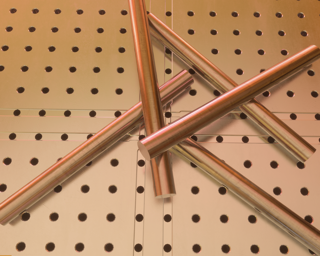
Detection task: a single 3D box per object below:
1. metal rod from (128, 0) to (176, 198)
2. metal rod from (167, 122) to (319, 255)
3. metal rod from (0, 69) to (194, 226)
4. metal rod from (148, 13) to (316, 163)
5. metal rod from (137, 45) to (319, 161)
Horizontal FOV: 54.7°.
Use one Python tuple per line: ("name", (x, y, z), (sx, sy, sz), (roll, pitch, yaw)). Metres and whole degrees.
("metal rod", (-0.015, -0.060, 0.406), (0.025, 0.025, 0.299), (-8, 68, -3))
("metal rod", (0.124, 0.090, 0.380), (0.300, 0.025, 0.025), (36, 74, 12))
("metal rod", (-0.076, 0.017, 0.404), (0.301, 0.025, 0.025), (-38, 75, -13))
("metal rod", (0.087, -0.064, 0.436), (0.025, 0.025, 0.300), (-43, 76, -14))
("metal rod", (0.104, -0.042, 0.397), (0.302, 0.025, 0.025), (-29, 73, -23))
